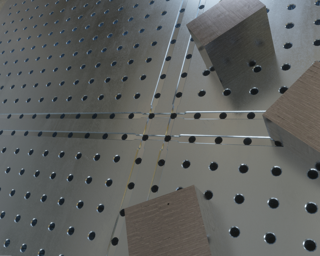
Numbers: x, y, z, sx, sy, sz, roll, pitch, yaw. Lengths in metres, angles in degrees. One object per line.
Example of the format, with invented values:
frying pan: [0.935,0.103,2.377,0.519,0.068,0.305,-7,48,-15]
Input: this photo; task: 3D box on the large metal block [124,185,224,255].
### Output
large metal block: [0.015,0.115,0.315,0.080,0.050,0.080,-22,53,15]

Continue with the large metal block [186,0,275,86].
large metal block: [0.092,-0.113,0.395,0.080,0.080,0.050,-33,52,7]

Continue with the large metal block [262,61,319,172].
large metal block: [0.165,-0.008,0.311,0.080,0.050,0.080,-45,51,-3]
